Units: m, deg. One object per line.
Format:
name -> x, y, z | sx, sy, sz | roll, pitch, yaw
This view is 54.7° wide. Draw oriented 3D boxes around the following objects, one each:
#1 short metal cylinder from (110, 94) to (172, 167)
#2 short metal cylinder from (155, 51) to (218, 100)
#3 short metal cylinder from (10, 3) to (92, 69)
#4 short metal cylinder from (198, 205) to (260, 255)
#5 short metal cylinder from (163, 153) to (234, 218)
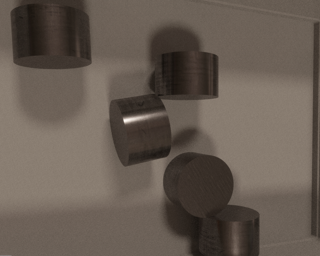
short metal cylinder -> -0.026, 0.002, 0.373 | 0.050, 0.080, 0.079 | -11, 94, -20
short metal cylinder -> 0.034, -0.064, 0.395 | 0.081, 0.080, 0.050 | 0, 90, -20
short metal cylinder -> -0.117, -0.096, 0.338 | 0.081, 0.080, 0.050 | -3, 92, -20
short metal cylinder -> 0.092, 0.138, 0.417 | 0.081, 0.080, 0.050 | 0, 91, -20
short metal cylinder -> 0.051, 0.074, 0.417 | 0.081, 0.050, 0.079 | 0, 90, -20
